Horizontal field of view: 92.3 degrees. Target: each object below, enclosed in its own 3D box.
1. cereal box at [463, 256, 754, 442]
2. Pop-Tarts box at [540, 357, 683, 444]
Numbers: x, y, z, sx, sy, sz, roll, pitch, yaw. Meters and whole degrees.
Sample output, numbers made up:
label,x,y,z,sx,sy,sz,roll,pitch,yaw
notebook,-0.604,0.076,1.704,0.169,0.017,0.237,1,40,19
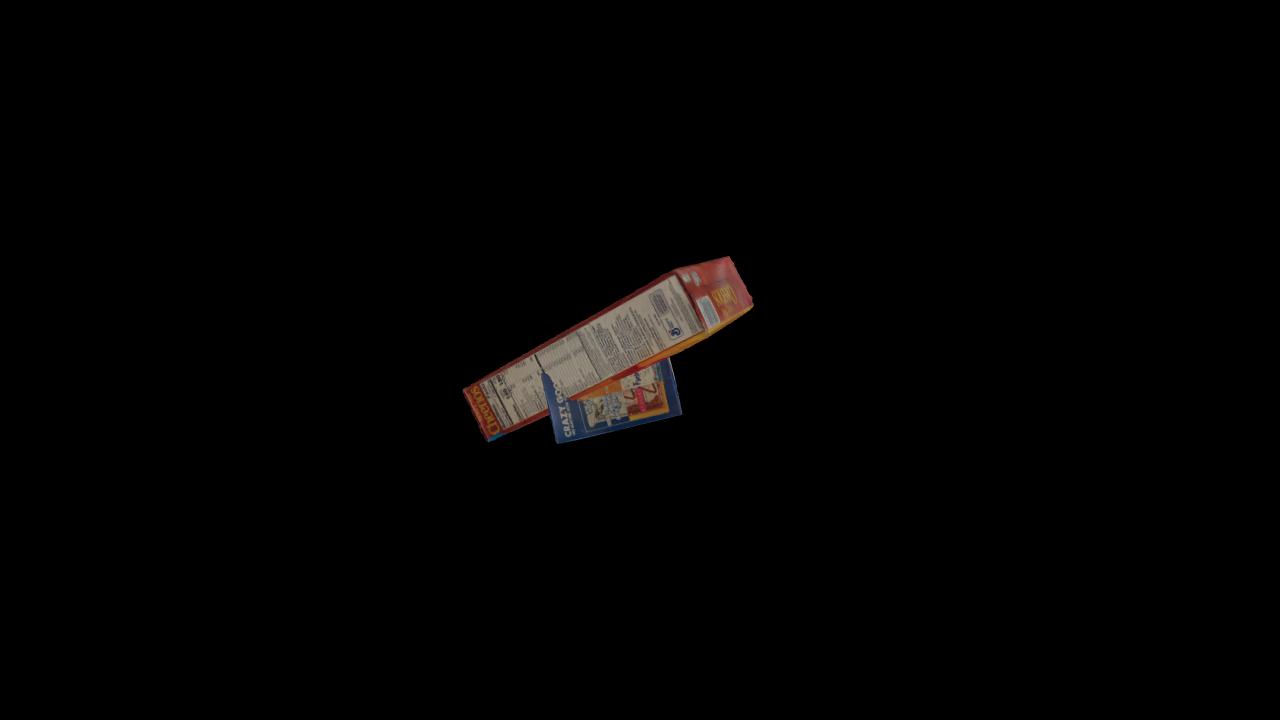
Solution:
label,x,y,z,sx,sy,sz,roll,pitch,yaw
cereal box,-0.033,-0.015,0.730,0.306,0.081,0.203,-27,1,26
Pop-Tarts box,-0.026,0.040,0.732,0.141,0.083,0.167,-13,-4,2
